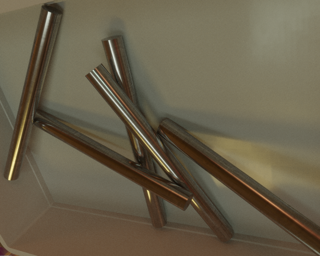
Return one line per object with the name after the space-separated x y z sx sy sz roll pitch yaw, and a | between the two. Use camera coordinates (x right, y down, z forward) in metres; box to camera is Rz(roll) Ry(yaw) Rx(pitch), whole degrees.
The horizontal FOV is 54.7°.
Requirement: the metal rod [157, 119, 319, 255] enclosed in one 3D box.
0.111 0.077 0.335 0.300 0.025 0.025 37 132 29 | metal rod

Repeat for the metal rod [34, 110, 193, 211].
-0.090 0.035 0.452 0.300 0.025 0.025 25 128 22 | metal rod

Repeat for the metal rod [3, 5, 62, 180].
-0.196 -0.034 0.462 0.025 0.025 0.298 32 120 7 | metal rod

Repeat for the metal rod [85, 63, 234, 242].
0.009 0.044 0.411 0.025 0.025 0.300 -25 111 37 | metal rod

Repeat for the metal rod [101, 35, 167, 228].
-0.029 0.022 0.437 0.025 0.025 0.298 2 120 27 | metal rod
